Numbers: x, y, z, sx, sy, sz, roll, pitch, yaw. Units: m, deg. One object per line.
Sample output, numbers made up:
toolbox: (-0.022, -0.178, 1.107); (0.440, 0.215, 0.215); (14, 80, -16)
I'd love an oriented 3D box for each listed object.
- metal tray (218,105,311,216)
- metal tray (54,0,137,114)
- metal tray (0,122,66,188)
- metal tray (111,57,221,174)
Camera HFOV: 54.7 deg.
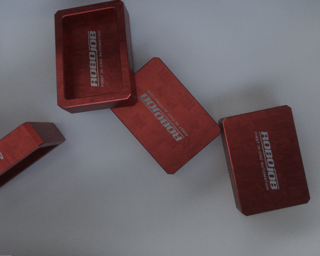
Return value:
metal tray: (0.137, 0.042, 0.411); (0.091, 0.030, 0.129); (-12, 90, -1)
metal tray: (-0.081, -0.089, 0.388); (0.090, 0.030, 0.129); (-7, 78, 7)
metal tray: (-0.188, 0.042, 0.376); (0.130, 0.090, 0.030); (-36, 90, 0)
metal tray: (0.004, -0.016, 0.409); (0.090, 0.030, 0.130); (-41, 91, 0)
